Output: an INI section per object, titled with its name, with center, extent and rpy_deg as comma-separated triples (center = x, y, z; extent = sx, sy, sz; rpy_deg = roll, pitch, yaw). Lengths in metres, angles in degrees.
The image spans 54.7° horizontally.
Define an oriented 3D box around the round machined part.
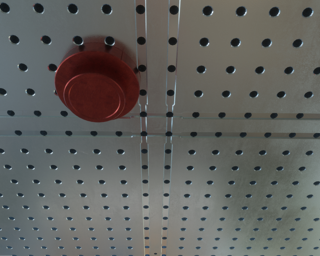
[round machined part]
center = -0.073, -0.045, 0.361
extent = 0.099, 0.042, 0.097
rpy_deg = 0, 130, 0
